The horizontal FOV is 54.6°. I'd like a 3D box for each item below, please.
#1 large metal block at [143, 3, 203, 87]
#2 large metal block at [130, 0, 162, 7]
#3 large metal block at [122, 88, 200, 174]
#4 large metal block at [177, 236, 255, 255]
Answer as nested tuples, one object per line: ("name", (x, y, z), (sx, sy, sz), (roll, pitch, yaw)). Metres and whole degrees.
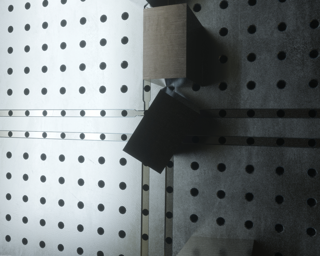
("large metal block", (0.018, -0.094, 0.377), (0.050, 0.080, 0.080), (0, 90, 20))
("large metal block", (-0.022, -0.208, 0.391), (0.050, 0.080, 0.080), (29, 100, 18))
("large metal block", (0.005, -0.002, 0.376), (0.050, 0.080, 0.080), (32, 101, -1))
("large metal block", (0.067, 0.166, 0.360), (0.080, 0.080, 0.050), (-4, 89, 20))
